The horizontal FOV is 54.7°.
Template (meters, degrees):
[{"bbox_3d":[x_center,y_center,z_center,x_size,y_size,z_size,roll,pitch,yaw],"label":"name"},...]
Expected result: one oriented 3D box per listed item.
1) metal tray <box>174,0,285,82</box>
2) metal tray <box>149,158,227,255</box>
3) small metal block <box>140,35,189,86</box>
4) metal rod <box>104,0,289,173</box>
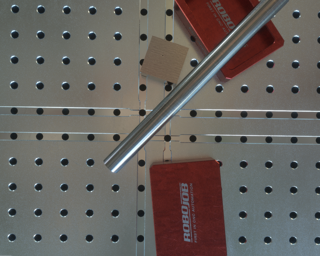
[{"bbox_3d":[0.089,-0.138,0.411,0.090,0.030,0.130,-33,90,-1],"label":"metal tray"},{"bbox_3d":[0.036,0.108,0.412,0.091,0.030,0.129,-5,90,-1],"label":"metal tray"},{"bbox_3d":[0.006,-0.088,0.413,0.050,0.025,0.050,19,90,-1],"label":"small metal block"},{"bbox_3d":[0.039,-0.054,0.390,0.025,0.025,0.300,45,99,-1],"label":"metal rod"}]
